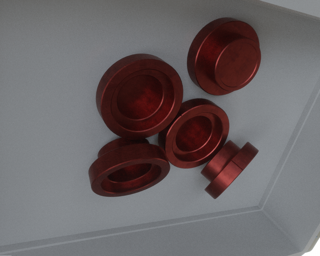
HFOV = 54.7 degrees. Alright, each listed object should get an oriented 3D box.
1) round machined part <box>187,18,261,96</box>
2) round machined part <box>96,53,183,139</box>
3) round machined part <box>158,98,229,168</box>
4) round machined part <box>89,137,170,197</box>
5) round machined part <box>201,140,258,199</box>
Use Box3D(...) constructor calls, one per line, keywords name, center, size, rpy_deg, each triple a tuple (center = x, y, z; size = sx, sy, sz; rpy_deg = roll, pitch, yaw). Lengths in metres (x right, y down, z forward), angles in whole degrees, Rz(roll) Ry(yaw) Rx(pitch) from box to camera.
Box3D(name="round machined part", center=(0.087, -0.086, 0.392), size=(0.099, 0.042, 0.097), rpy_deg=(-14, 124, -21))
Box3D(name="round machined part", center=(-0.026, -0.039, 0.359), size=(0.099, 0.042, 0.097), rpy_deg=(-14, 124, -21))
Box3D(name="round machined part", center=(0.042, 0.004, 0.422), size=(0.099, 0.042, 0.097), rpy_deg=(-14, 124, -21))
Box3D(name="round machined part", center=(-0.040, 0.046, 0.388), size=(0.099, 0.042, 0.098), rpy_deg=(-15, 149, -9))
Box3D(name="round machined part", center=(0.099, 0.056, 0.466), size=(0.098, 0.042, 0.098), rpy_deg=(-45, 166, -14))
